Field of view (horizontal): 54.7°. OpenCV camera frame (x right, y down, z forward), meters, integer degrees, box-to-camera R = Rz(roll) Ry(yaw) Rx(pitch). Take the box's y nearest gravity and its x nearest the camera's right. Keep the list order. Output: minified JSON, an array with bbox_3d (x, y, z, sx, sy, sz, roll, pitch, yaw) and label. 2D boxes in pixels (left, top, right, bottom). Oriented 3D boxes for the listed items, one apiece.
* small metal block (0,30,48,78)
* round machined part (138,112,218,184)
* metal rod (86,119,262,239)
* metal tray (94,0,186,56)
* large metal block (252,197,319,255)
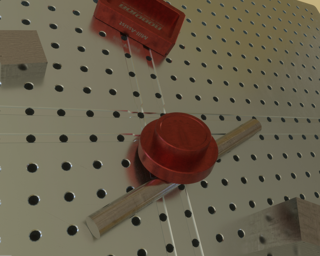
[{"bbox_3d":[-0.169,-0.090,0.372,0.050,0.025,0.050,-12,68,-33],"label":"small metal block"},{"bbox_3d":[0.024,0.017,0.380,0.099,0.042,0.098,8,40,-7],"label":"round machined part"},{"bbox_3d":[0.042,0.049,0.402,0.302,0.025,0.025,-25,76,-37],"label":"metal rod"},{"bbox_3d":[-0.029,-0.183,0.502,0.131,0.030,0.090,27,52,-12],"label":"metal tray"},{"bbox_3d":[0.175,0.133,0.388,0.080,0.080,0.050,21,54,-16],"label":"large metal block"}]
